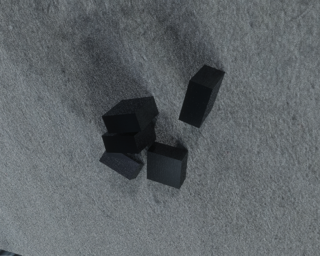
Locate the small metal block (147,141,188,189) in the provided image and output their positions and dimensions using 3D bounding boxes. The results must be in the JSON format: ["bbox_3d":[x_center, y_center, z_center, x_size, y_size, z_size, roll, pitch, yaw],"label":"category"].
[{"bbox_3d":[0.010,0.052,0.433,0.050,0.025,0.050,15,124,19],"label":"small metal block"}]

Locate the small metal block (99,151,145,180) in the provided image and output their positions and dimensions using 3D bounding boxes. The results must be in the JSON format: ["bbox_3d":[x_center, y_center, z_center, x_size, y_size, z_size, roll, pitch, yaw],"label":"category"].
[{"bbox_3d":[-0.053,0.050,0.445,0.050,0.050,0.025,31,87,8],"label":"small metal block"}]

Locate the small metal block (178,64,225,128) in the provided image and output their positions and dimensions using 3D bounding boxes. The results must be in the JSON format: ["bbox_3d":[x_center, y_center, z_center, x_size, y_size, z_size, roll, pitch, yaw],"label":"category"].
[{"bbox_3d":[0.047,-0.036,0.343,0.025,0.050,0.050,24,127,13],"label":"small metal block"}]

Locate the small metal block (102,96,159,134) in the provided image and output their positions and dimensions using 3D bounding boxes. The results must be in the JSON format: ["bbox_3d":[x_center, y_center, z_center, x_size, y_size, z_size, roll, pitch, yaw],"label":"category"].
[{"bbox_3d":[-0.037,-0.017,0.398,0.050,0.050,0.025,-4,117,29],"label":"small metal block"}]

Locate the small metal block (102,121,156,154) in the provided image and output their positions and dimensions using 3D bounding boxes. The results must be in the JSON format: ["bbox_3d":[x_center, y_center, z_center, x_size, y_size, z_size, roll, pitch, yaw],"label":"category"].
[{"bbox_3d":[-0.041,0.011,0.416,0.050,0.050,0.025,0,114,28],"label":"small metal block"}]
